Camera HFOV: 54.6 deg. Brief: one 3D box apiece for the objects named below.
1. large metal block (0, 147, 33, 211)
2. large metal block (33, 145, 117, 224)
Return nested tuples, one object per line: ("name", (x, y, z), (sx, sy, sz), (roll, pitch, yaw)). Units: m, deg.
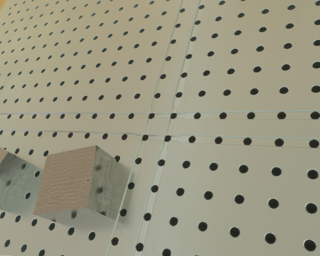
("large metal block", (-0.264, 0.071, 0.489), (0.080, 0.050, 0.080), (17, 71, 35))
("large metal block", (-0.107, 0.075, 0.404), (0.080, 0.050, 0.080), (-12, 57, 21))
